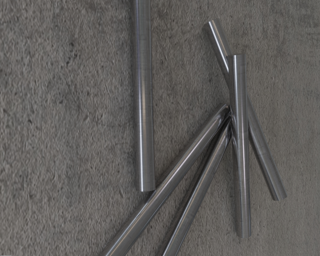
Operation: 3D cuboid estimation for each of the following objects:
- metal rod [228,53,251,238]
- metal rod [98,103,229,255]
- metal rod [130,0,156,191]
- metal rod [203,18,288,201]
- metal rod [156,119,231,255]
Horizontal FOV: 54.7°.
[{"bbox_3d":[0.125,0.037,0.481,0.025,0.025,0.298,-21,112,-38],"label":"metal rod"},{"bbox_3d":[0.014,0.069,0.416,0.301,0.025,0.025,-48,119,-29],"label":"metal rod"},{"bbox_3d":[-0.022,-0.072,0.385,0.025,0.025,0.298,-3,92,-40],"label":"metal rod"},{"bbox_3d":[0.136,-0.023,0.484,0.025,0.025,0.299,-29,100,-36],"label":"metal rod"},{"bbox_3d":[0.060,0.082,0.455,0.025,0.025,0.300,45,63,-31],"label":"metal rod"}]
